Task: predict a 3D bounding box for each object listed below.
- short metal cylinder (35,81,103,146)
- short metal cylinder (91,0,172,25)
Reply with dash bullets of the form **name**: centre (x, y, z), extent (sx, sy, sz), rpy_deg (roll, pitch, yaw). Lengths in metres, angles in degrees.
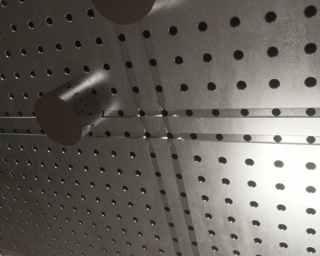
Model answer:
- **short metal cylinder**: centre (-0.132, -0.021, 0.449), extent (0.080, 0.050, 0.079), rpy_deg (13, 124, 20)
- **short metal cylinder**: centre (-0.028, -0.151, 0.315), extent (0.080, 0.050, 0.079), rpy_deg (13, 124, 20)
